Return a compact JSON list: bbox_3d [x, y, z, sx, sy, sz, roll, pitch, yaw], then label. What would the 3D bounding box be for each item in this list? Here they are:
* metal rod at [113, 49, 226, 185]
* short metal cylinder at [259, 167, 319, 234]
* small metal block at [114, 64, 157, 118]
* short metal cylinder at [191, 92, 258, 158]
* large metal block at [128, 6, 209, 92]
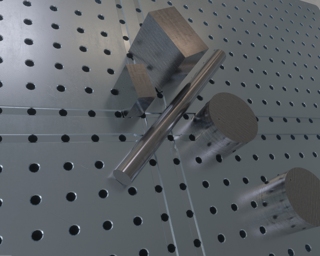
[{"bbox_3d":[0.030,-0.035,0.445,0.025,0.025,0.301,40,51,-1],"label":"metal rod"},{"bbox_3d":[0.188,0.101,0.432,0.081,0.050,0.080,14,56,-21],"label":"short metal cylinder"},{"bbox_3d":[-0.034,-0.048,0.403,0.025,0.050,0.050,-8,66,-32],"label":"small metal block"},{"bbox_3d":[0.091,-0.004,0.444,0.081,0.050,0.080,14,56,-21],"label":"short metal cylinder"},{"bbox_3d":[0.010,-0.112,0.447,0.050,0.080,0.080,-30,78,-38],"label":"large metal block"}]
